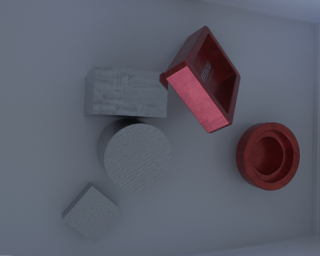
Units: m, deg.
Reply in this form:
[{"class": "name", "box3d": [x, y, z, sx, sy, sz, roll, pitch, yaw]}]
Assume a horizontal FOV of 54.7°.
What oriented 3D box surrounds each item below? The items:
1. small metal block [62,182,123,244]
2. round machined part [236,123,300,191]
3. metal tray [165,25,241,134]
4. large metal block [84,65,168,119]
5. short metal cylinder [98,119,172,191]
[{"class": "small metal block", "box3d": [-0.083, 0.104, 0.381, 0.050, 0.025, 0.050, 44, 76, -15]}, {"class": "round machined part", "box3d": [0.154, 0.041, 0.460, 0.099, 0.042, 0.097, 0, 90, -21]}, {"class": "metal tray", "box3d": [0.060, -0.065, 0.387, 0.090, 0.030, 0.130, 51, 35, -18]}, {"class": "large metal block", "box3d": [-0.043, -0.038, 0.366, 0.081, 0.080, 0.050, 2, 89, -20]}, {"class": "short metal cylinder", "box3d": [-0.032, 0.030, 0.380, 0.081, 0.050, 0.079, -3, 100, -20]}]
